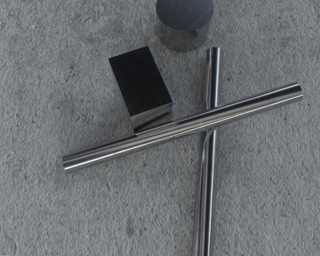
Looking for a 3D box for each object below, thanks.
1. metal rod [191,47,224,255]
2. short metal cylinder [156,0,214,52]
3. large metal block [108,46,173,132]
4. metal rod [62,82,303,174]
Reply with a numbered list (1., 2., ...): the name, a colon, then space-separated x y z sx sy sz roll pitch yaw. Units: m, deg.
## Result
1. metal rod: 0.063 0.030 0.397 0.025 0.025 0.299 6 70 2
2. short metal cylinder: 0.035 -0.159 0.453 0.081 0.050 0.080 0 70 0
3. large metal block: -0.023 -0.042 0.394 0.050 0.080 0.080 -20 71 -7
4. metal rod: 0.026 0.000 0.386 0.301 0.025 0.025 -18 71 2
